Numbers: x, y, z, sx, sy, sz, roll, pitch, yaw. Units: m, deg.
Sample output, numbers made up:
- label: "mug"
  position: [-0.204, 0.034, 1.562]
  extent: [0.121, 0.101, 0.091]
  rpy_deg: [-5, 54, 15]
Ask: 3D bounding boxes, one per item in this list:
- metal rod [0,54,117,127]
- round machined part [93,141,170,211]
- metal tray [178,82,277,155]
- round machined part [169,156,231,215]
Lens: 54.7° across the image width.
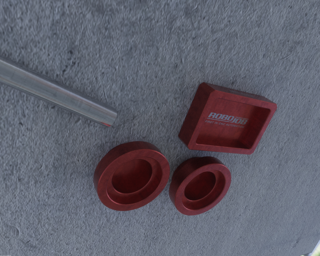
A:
- label: "metal rod"
  position: [-0.167, -0.064, 0.275]
  extent: [0.301, 0.025, 0.025]
  rpy_deg: [25, 104, -37]
- label: "round machined part"
  position: [-0.040, 0.059, 0.410]
  extent: [0.099, 0.042, 0.097]
  rpy_deg: [-14, 124, -21]
- label: "metal tray"
  position: [0.100, -0.010, 0.452]
  extent: [0.131, 0.030, 0.089]
  rpy_deg: [7, 115, -32]
- label: "round machined part"
  position: [0.057, 0.084, 0.479]
  extent: [0.099, 0.042, 0.097]
  rpy_deg: [-14, 124, -21]
